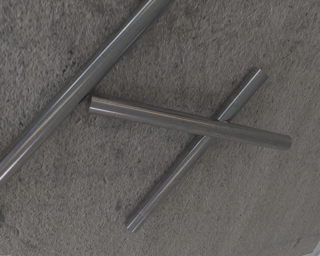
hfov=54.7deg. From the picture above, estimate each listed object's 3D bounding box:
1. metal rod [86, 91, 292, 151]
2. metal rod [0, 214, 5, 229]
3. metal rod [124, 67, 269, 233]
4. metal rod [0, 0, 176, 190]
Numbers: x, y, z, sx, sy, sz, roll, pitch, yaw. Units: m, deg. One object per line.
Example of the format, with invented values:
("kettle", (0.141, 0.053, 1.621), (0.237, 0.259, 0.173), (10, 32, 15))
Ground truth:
("metal rod", (0.056, -0.003, 0.408), (0.302, 0.025, 0.025), (11, 113, -24))
("metal rod", (-0.258, 0.018, 0.276), (0.025, 0.025, 0.299), (-36, 129, -5))
("metal rod", (0.049, 0.037, 0.455), (0.025, 0.025, 0.299), (33, 100, -38))
("metal rod", (-0.089, -0.041, 0.332), (0.300, 0.025, 0.025), (-46, 129, 4))
